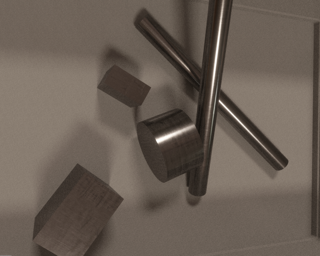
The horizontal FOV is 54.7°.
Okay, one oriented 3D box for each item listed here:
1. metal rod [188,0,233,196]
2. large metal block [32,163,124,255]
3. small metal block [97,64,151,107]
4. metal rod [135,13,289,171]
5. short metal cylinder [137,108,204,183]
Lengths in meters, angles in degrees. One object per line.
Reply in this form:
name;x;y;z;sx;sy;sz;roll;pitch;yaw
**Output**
metal rod;0.060;-0.047;0.371;0.025;0.025;0.298;-7;116;-20
large metal block;-0.094;0.091;0.347;0.050;0.080;0.080;40;77;-16
small metal block;-0.045;-0.050;0.381;0.050;0.050;0.025;31;80;-18
metal rod;0.083;-0.042;0.442;0.300;0.025;0.025;43;76;-15
short metal cylinder;0.011;0.021;0.387;0.050;0.080;0.080;-22;98;-19
